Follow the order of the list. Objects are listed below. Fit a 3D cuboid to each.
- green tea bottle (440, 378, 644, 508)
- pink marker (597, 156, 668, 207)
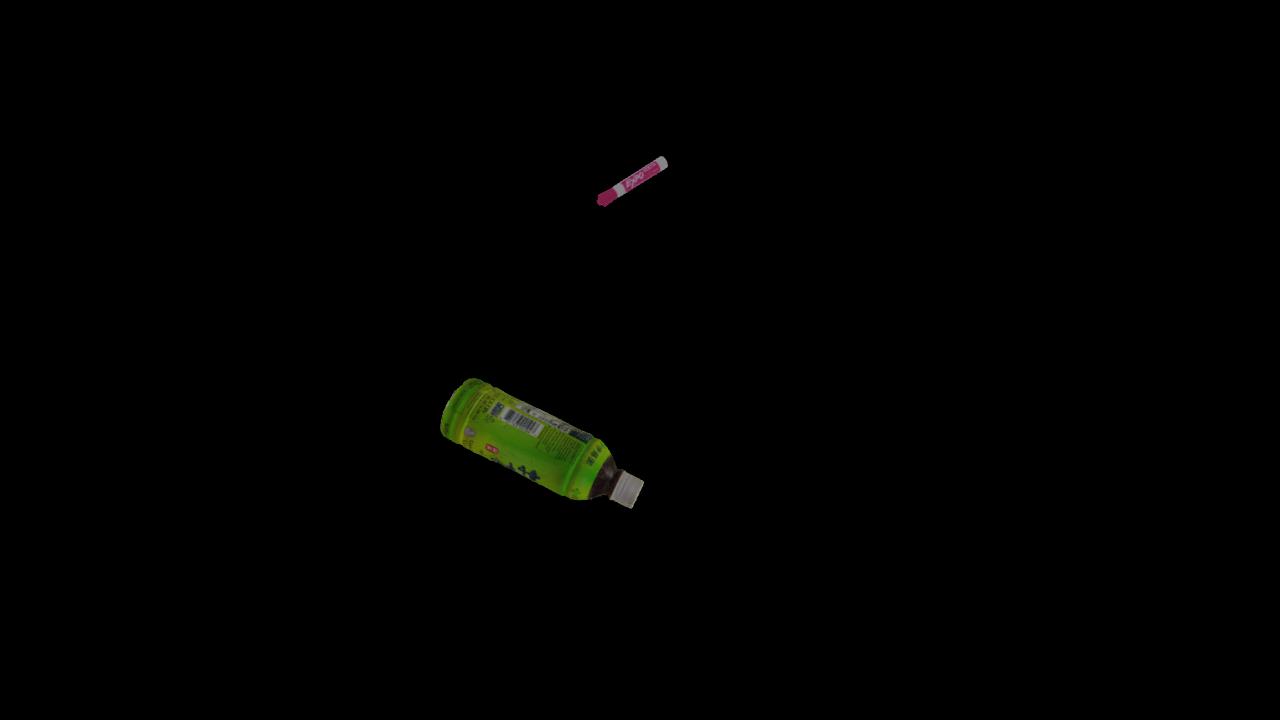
[{"bbox_3d":[-0.096,0.091,0.628,0.212,0.073,0.073,25,4,9],"label":"green tea bottle"},{"bbox_3d":[-0.012,-0.251,0.865,0.121,0.020,0.020,-37,13,-18],"label":"pink marker"}]
